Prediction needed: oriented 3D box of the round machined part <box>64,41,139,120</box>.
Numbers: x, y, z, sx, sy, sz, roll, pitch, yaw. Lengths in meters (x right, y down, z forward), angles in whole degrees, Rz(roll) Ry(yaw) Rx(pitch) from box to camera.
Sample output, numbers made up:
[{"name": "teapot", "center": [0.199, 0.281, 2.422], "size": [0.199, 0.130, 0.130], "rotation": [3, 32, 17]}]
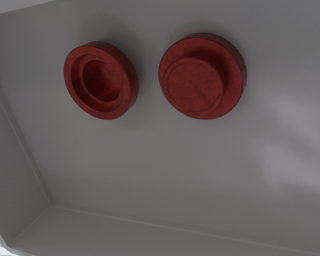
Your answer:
[{"name": "round machined part", "center": [-0.070, -0.063, 0.396], "size": [0.098, 0.042, 0.097], "rotation": [13, 124, 21]}]

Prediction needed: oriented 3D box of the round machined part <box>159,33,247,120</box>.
[{"name": "round machined part", "center": [0.043, -0.052, 0.343], "size": [0.098, 0.042, 0.097], "rotation": [13, 124, 21]}]
